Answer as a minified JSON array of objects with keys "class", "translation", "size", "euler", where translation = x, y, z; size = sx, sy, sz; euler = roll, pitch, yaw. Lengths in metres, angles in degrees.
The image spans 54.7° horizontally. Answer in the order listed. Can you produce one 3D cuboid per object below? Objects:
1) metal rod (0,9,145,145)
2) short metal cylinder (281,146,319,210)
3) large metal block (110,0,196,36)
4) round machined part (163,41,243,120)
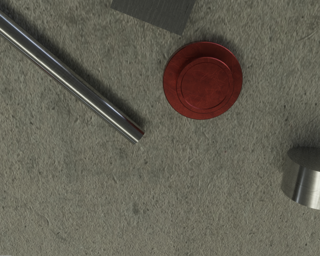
[{"class":"metal rod","translation":[-0.139,-0.082,0.378],"size":[0.300,0.025,0.025],"euler":[40,105,-14]},{"class":"short metal cylinder","translation":[0.205,0.063,0.406],"size":[0.081,0.080,0.050],"euler":[2,110,-1]},{"class":"large metal block","translation":[0.000,-0.156,0.339],"size":[0.080,0.050,0.079],"euler":[20,109,-7]},{"class":"round machined part","translation":[0.053,-0.056,0.381],"size":[0.099,0.042,0.097],"euler":[0,110,0]}]
